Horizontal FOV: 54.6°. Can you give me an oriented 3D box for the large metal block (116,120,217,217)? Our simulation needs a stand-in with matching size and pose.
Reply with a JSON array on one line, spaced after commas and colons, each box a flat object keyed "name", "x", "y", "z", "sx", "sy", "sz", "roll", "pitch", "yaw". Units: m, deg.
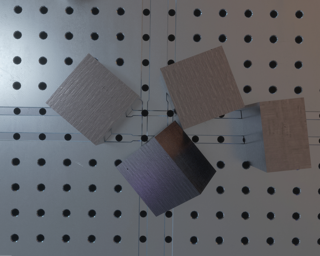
[{"name": "large metal block", "x": 0.007, "y": 0.051, "z": 0.381, "sx": 0.080, "sy": 0.050, "sz": 0.080, "roll": 51, "pitch": 129, "yaw": 0}]

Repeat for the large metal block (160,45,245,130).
[{"name": "large metal block", "x": 0.052, "y": -0.049, "z": 0.401, "sx": 0.080, "sy": 0.050, "sz": 0.080, "roll": -21, "pitch": 90, "yaw": 0}]

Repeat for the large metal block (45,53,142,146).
[{"name": "large metal block", "x": -0.082, "y": -0.035, "z": 0.400, "sx": 0.080, "sy": 0.050, "sz": 0.080, "roll": 41, "pitch": 90, "yaw": 0}]

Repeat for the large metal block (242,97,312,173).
[{"name": "large metal block", "x": 0.141, "y": 0.008, "z": 0.387, "sx": 0.050, "sy": 0.080, "sz": 0.080, "roll": -6, "pitch": 90, "yaw": 0}]
